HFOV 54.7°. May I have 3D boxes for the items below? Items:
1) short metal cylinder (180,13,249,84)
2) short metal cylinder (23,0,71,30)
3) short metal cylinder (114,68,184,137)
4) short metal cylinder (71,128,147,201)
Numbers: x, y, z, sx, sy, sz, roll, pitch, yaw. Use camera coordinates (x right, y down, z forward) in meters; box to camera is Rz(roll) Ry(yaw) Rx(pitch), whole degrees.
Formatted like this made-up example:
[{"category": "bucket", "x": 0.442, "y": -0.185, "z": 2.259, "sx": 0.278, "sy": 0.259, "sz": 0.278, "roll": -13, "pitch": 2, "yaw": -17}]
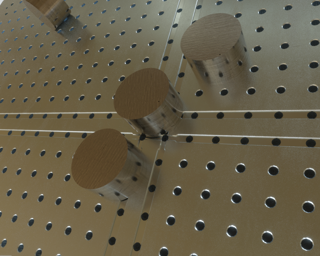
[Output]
[{"category": "short metal cylinder", "x": 0.074, "y": -0.107, "z": 0.418, "sx": 0.080, "sy": 0.050, "sz": 0.080, "roll": -13, "pitch": 56, "yaw": 20}, {"category": "short metal cylinder", "x": -0.235, "y": -0.254, "z": 0.649, "sx": 0.080, "sy": 0.080, "sz": 0.050, "roll": 31, "pitch": 79, "yaw": 37}, {"category": "short metal cylinder", "x": -0.015, "y": -0.034, "z": 0.419, "sx": 0.080, "sy": 0.050, "sz": 0.080, "roll": -13, "pitch": 56, "yaw": 20}, {"category": "short metal cylinder", "x": -0.064, "y": 0.047, "z": 0.395, "sx": 0.080, "sy": 0.050, "sz": 0.080, "roll": -13, "pitch": 56, "yaw": 20}]
